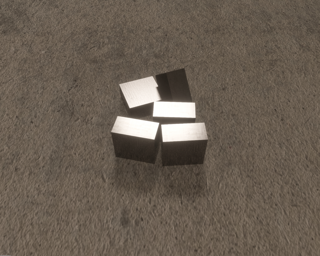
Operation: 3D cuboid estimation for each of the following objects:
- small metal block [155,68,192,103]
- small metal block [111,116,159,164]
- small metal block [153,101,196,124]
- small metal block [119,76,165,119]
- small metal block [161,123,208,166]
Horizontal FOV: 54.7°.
[{"bbox_3d":[0.018,-0.051,0.417,0.025,0.050,0.050,-17,10,-14],"label":"small metal block"},{"bbox_3d":[-0.028,0.015,0.374,0.050,0.050,0.025,9,51,7],"label":"small metal block"},{"bbox_3d":[0.017,-0.007,0.393,0.050,0.050,0.025,2,50,1],"label":"small metal block"},{"bbox_3d":[-0.025,-0.043,0.439,0.050,0.025,0.050,-16,52,-14],"label":"small metal block"},{"bbox_3d":[0.027,0.020,0.370,0.050,0.050,0.025,-3,50,-3],"label":"small metal block"}]
